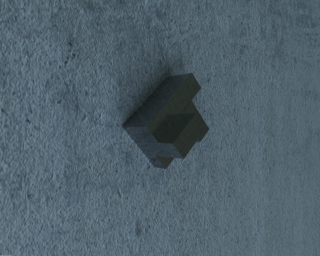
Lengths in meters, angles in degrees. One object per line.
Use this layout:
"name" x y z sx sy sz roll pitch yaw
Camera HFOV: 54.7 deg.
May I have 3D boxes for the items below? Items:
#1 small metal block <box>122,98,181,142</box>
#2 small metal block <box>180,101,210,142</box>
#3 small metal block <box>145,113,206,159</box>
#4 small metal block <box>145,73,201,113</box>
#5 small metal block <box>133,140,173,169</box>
"small metal block" -0.011 -0.010 0.382 0.050 0.050 0.025 -51 121 -28
"small metal block" 0.030 -0.008 0.417 0.025 0.050 0.050 -51 120 -28
"small metal block" 0.018 0.009 0.375 0.050 0.050 0.025 -51 121 -28
"small metal block" 0.017 -0.044 0.406 0.050 0.050 0.025 -51 121 -28
"small metal block" 0.001 0.018 0.409 0.050 0.025 0.050 -50 120 -28
